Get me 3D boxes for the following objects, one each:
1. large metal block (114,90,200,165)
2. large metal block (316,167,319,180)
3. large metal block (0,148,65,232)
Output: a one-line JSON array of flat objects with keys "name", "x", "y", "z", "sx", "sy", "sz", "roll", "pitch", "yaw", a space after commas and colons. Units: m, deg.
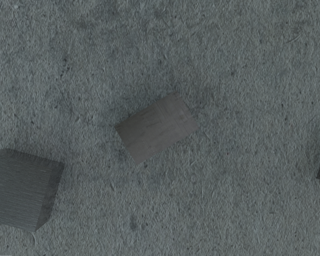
[{"name": "large metal block", "x": -0.003, "y": -0.001, "z": 0.382, "sx": 0.080, "sy": 0.080, "sz": 0.050, "roll": -30, "pitch": 90, "yaw": 0}, {"name": "large metal block", "x": 0.264, "y": 0.044, "z": 0.399, "sx": 0.080, "sy": 0.050, "sz": 0.080, "roll": 18, "pitch": 90, "yaw": 0}, {"name": "large metal block", "x": -0.179, "y": 0.076, "z": 0.396, "sx": 0.080, "sy": 0.050, "sz": 0.080, "roll": 15, "pitch": 90, "yaw": 0}]
